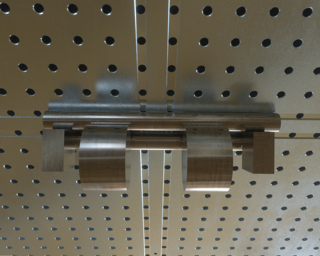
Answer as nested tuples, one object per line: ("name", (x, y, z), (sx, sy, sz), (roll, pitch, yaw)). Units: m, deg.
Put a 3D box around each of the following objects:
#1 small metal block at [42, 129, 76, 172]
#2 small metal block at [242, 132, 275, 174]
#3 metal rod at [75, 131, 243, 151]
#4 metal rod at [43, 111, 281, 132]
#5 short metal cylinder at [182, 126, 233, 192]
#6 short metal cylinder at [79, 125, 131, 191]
("small metal block", (-0.125, 0.027, 0.387), (0.025, 0.050, 0.050), (1, 88, 0))
("small metal block", (0.123, 0.030, 0.392), (0.025, 0.050, 0.050), (1, 89, 0))
("metal rod", (0.000, 0.018, 0.427), (0.302, 0.025, 0.025), (1, 130, -1))
("metal rod", (0.003, -0.008, 0.405), (0.302, 0.025, 0.025), (1, 130, -1))
("short metal cylinder", (0.055, 0.037, 0.379), (0.050, 0.080, 0.079), (1, 130, -1))
("short metal cylinder", (-0.063, 0.036, 0.377), (0.050, 0.080, 0.079), (1, 130, -1))
